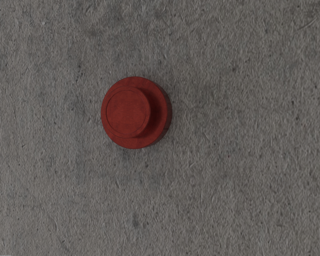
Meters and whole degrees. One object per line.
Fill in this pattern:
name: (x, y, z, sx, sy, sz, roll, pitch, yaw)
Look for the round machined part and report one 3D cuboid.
round machined part: (-0.037, -0.020, 0.413, 0.098, 0.042, 0.097, 0, 90, 20)
